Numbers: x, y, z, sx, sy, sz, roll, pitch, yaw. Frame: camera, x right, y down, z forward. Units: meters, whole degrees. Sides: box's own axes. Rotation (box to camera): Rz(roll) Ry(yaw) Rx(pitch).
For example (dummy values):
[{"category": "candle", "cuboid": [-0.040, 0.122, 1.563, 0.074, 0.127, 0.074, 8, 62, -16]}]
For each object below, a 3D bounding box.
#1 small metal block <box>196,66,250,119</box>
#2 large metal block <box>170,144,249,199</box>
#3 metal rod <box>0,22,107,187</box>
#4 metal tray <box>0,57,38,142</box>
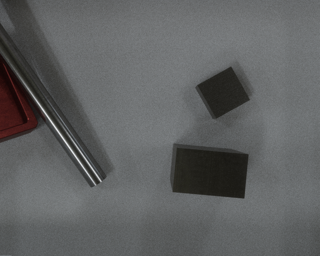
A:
[{"category": "small metal block", "cuboid": [0.082, -0.046, 0.413, 0.050, 0.025, 0.050, -29, 90, -1]}, {"category": "large metal block", "cuboid": [0.056, 0.050, 0.385, 0.081, 0.080, 0.050, 5, 90, -1]}, {"category": "metal rod", "cuboid": [-0.162, -0.053, 0.392, 0.025, 0.025, 0.299, -33, 97, 0]}, {"category": "metal tray", "cuboid": [-0.222, -0.043, 0.381, 0.091, 0.030, 0.129, -24, 90, -39]}]
